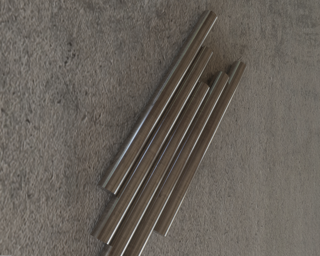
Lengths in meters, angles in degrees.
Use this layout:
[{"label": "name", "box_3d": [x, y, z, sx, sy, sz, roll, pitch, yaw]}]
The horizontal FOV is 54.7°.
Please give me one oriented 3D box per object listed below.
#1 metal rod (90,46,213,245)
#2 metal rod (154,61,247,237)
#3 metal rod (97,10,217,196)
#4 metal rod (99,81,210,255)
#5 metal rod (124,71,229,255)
[{"label": "metal rod", "box_3d": [0.000, 0.006, 0.408, 0.025, 0.025, 0.300, 44, 63, -32]}, {"label": "metal rod", "box_3d": [0.065, 0.017, 0.463, 0.025, 0.025, 0.300, 44, 64, -32]}, {"label": "metal rod", "box_3d": [0.007, -0.049, 0.414, 0.025, 0.025, 0.300, 44, 64, -32]}, {"label": "metal rod", "box_3d": [-0.006, 0.059, 0.403, 0.025, 0.025, 0.300, 44, 63, -32]}, {"label": "metal rod", "box_3d": [0.029, 0.039, 0.433, 0.025, 0.025, 0.300, 44, 64, -32]}]
